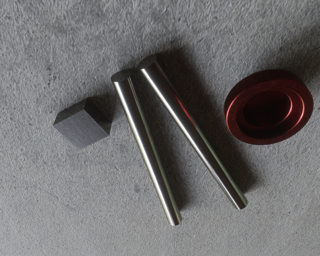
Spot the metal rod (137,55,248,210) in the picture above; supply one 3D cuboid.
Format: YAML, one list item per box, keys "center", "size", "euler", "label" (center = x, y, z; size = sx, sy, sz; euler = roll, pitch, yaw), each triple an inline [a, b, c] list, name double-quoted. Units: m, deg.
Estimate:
- center: [0.059, 0.026, 0.429]
  size: [0.025, 0.025, 0.300]
  euler: [-24, 127, 18]
  label: "metal rod"

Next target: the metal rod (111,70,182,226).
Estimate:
- center: [-0.009, 0.050, 0.449]
  size: [0.025, 0.025, 0.299]
  euler: [-11, 130, 9]
  label: "metal rod"

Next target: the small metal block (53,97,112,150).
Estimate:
- center: [-0.100, -0.005, 0.402]
  size: [0.050, 0.025, 0.050]
  euler: [-25, 126, 19]
  label: "small metal block"

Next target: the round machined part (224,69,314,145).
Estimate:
- center: [0.126, -0.028, 0.373]
  size: [0.099, 0.042, 0.097]
  euler: [0, 130, 0]
  label: "round machined part"
